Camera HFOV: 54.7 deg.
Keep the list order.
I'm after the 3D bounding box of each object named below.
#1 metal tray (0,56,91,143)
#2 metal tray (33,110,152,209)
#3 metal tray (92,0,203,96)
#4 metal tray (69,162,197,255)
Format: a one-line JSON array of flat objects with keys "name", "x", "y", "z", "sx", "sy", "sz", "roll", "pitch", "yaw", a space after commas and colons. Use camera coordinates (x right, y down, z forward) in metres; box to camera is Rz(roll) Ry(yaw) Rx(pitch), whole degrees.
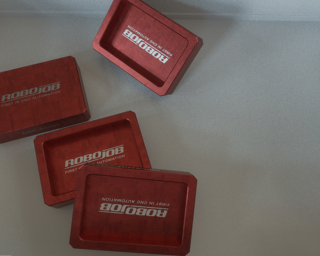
[{"name": "metal tray", "x": -0.169, "y": -0.039, "z": 0.420, "sx": 0.131, "sy": 0.030, "sz": 0.090, "roll": -15, "pitch": 71, "yaw": -6}, {"name": "metal tray", "x": -0.083, "y": 0.039, "z": 0.392, "sx": 0.131, "sy": 0.030, "sz": 0.090, "roll": -16, "pitch": 71, "yaw": -6}, {"name": "metal tray", "x": -0.019, "y": -0.115, "z": 0.423, "sx": 0.130, "sy": 0.030, "sz": 0.090, "roll": 37, "pitch": 110, "yaw": 12}, {"name": "metal tray", "x": -0.029, "y": 0.091, "z": 0.351, "sx": 0.131, "sy": 0.030, "sz": 0.089, "roll": 6, "pitch": 88, "yaw": -6}]
